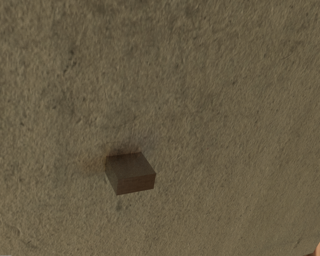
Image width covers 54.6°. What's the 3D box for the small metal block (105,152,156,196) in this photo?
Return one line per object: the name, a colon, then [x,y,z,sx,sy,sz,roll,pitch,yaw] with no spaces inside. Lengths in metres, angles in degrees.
small metal block: [-0.040,0.058,0.404,0.050,0.050,0.025,-5,121,-26]
